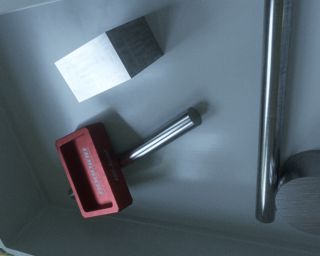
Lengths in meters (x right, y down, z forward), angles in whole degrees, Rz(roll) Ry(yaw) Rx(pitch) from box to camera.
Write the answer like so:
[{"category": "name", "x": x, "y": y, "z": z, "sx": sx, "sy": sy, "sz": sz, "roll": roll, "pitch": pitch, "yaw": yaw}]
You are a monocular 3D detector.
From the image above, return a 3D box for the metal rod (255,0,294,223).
[{"category": "metal rod", "x": 0.121, "y": -0.014, "z": 0.335, "sx": 0.025, "sy": 0.025, "sz": 0.298, "roll": 7, "pitch": 122, "yaw": 24}]

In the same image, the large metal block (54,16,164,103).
[{"category": "large metal block", "x": -0.055, "y": -0.079, "z": 0.352, "sx": 0.080, "sy": 0.080, "sz": 0.050, "roll": -18, "pitch": 109, "yaw": 34}]

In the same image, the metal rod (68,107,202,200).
[{"category": "metal rod", "x": -0.056, "y": 0.051, "z": 0.467, "sx": 0.299, "sy": 0.025, "sz": 0.025, "roll": -34, "pitch": 100, "yaw": 38}]

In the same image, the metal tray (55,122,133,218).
[{"category": "metal tray", "x": -0.102, "y": 0.066, "z": 0.469, "sx": 0.090, "sy": 0.030, "sz": 0.129, "roll": -22, "pitch": 89, "yaw": 39}]

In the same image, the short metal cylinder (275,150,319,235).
[{"category": "short metal cylinder", "x": 0.174, "y": 0.072, "z": 0.345, "sx": 0.080, "sy": 0.050, "sz": 0.079, "roll": 13, "pitch": 124, "yaw": 20}]
